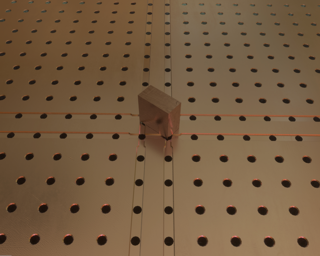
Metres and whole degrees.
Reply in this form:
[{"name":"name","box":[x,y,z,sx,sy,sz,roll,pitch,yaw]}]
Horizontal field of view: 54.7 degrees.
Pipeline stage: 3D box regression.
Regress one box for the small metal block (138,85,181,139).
[{"name":"small metal block","box":[-0.001,-0.021,0.409,0.050,0.050,0.025,33,57,24]}]
